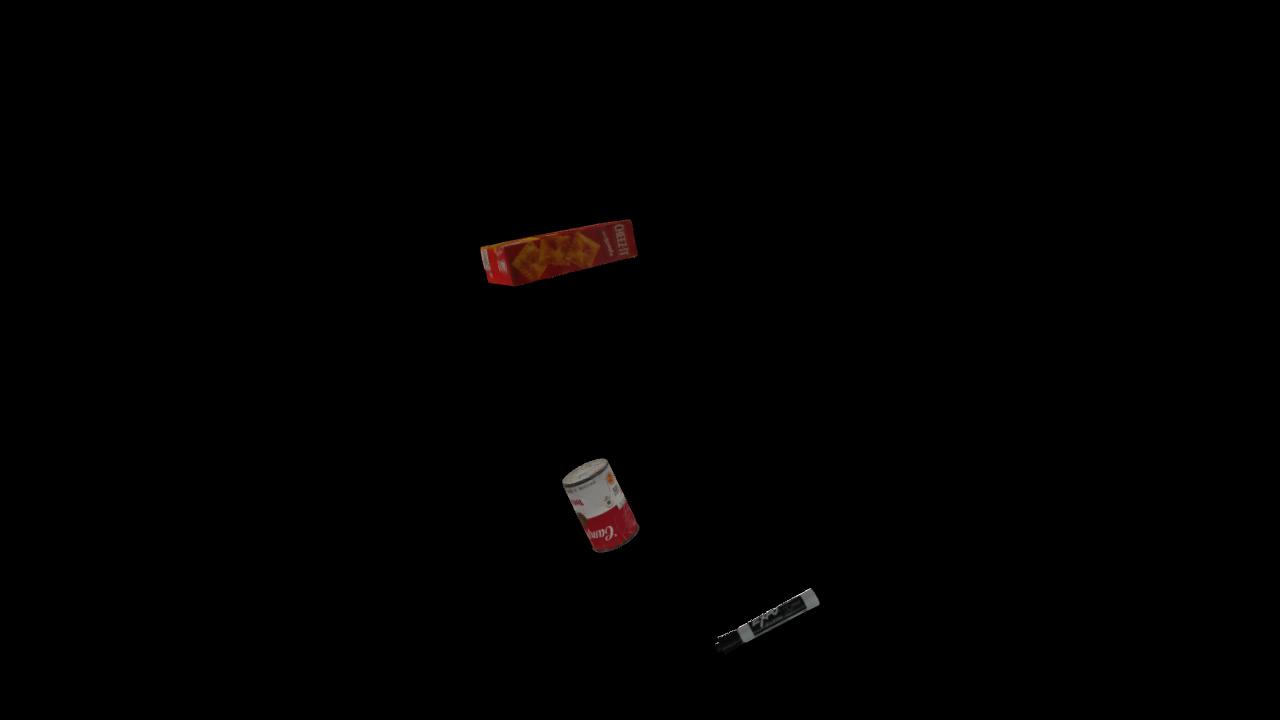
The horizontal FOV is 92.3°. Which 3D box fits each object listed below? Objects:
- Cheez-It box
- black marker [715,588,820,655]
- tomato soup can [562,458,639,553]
[{"bbox_3d":[-0.139,-0.181,1.038,0.223,0.071,0.166,-18,16,-24],"label":"Cheez-It box"},{"bbox_3d":[0.136,0.282,0.662,0.121,0.020,0.020,-26,2,-5],"label":"black marker"},{"bbox_3d":[-0.051,0.187,0.799,0.068,0.101,0.068,-23,8,3],"label":"tomato soup can"}]
